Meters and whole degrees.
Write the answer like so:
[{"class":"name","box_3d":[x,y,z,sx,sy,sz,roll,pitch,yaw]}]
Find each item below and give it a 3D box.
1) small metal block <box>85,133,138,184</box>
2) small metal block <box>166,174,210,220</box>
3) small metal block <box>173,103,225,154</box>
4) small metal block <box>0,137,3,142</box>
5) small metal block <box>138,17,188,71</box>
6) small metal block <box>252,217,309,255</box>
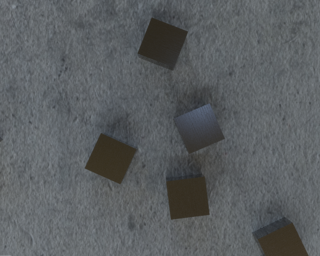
[{"class":"small metal block","box_3d":[-0.063,0.039,0.409,0.050,0.025,0.050,24,90,-1]},{"class":"small metal block","box_3d":[0.036,0.090,0.411,0.050,0.025,0.050,-7,90,-1]},{"class":"small metal block","box_3d":[0.051,0.001,0.411,0.050,0.025,0.050,-23,90,-1]},{"class":"small metal block","box_3d":[-0.249,0.014,0.407,0.050,0.025,0.050,-42,91,0]},{"class":"small metal block","box_3d":[0.004,-0.110,0.410,0.050,0.025,0.050,21,90,-1]},{"class":"small metal block","box_3d":[0.160,0.155,0.412,0.050,0.025,0.050,-26,90,-1]}]
